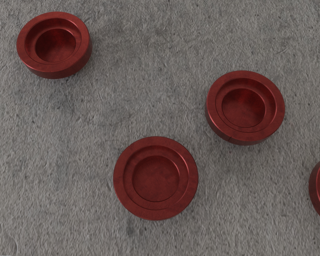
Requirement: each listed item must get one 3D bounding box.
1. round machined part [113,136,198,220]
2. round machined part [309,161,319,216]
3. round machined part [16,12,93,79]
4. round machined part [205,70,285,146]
[{"bbox_3d":[-0.005,0.062,0.376,0.099,0.042,0.098,0,70,0],"label":"round machined part"},{"bbox_3d":[0.228,0.078,0.372,0.099,0.042,0.098,0,70,0],"label":"round machined part"},{"bbox_3d":[-0.145,-0.112,0.439,0.099,0.042,0.098,0,70,0],"label":"round machined part"},{"bbox_3d":[0.108,-0.023,0.408,0.099,0.042,0.098,0,70,0],"label":"round machined part"}]
